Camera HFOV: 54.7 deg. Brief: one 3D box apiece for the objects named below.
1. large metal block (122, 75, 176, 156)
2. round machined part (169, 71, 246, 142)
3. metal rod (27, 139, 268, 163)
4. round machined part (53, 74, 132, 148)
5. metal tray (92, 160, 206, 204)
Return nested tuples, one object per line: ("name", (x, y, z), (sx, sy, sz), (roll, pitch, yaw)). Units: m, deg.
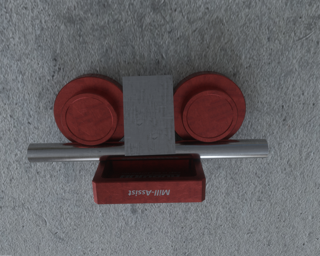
("large metal block", (-0.011, -0.011, 0.349), (0.050, 0.080, 0.080), (-2, 87, 0))
("round machined part", (0.061, -0.021, 0.394), (0.099, 0.042, 0.097), (0, 110, -1))
("metal rod", (-0.015, 0.029, 0.400), (0.302, 0.025, 0.025), (-1, 110, 0))
("round machined part", (-0.086, -0.017, 0.392), (0.099, 0.042, 0.097), (0, 110, -1))
("metal tray", (-0.013, 0.059, 0.398), (0.131, 0.090, 0.030), (-1, 110, 0))
